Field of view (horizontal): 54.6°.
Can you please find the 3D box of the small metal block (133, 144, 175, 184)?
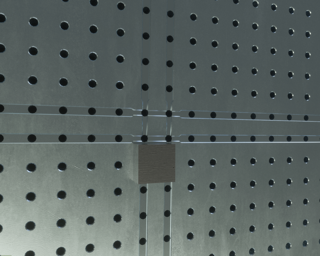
[{"bbox_3d":[-0.008,0.046,0.410,0.050,0.025,0.050,0,90,-20],"label":"small metal block"}]
